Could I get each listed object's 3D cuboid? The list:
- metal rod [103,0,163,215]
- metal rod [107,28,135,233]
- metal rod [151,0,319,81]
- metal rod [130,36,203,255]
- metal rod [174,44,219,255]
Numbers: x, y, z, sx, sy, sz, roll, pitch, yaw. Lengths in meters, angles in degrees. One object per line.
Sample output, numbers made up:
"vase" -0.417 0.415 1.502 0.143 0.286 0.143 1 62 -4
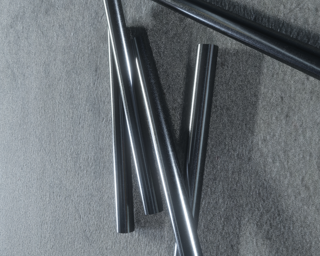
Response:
"metal rod" -0.038 -0.034 0.421 0.025 0.025 0.298 -15 84 39
"metal rod" -0.057 -0.002 0.449 0.025 0.025 0.298 -5 87 39
"metal rod" 0.066 -0.122 0.349 0.300 0.025 0.025 39 114 32
"metal rod" 0.004 0.017 0.375 0.025 0.025 0.299 -29 65 36
"metal rod" 0.040 0.053 0.370 0.025 0.025 0.298 10 96 39
